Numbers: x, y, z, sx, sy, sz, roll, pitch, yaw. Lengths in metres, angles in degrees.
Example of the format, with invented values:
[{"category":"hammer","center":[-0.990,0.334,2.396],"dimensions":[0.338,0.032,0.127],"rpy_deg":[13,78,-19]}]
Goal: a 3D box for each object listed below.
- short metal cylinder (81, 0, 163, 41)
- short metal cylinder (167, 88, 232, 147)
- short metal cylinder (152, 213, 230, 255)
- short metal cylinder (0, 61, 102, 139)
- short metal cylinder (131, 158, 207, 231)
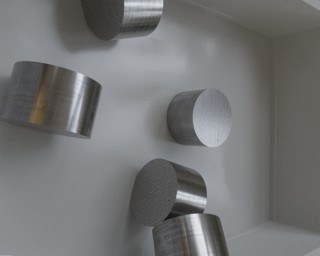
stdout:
[{"category":"short metal cylinder","center":[-0.042,-0.138,0.335],"dimensions":[0.050,0.080,0.080],"rpy_deg":[-20,103,-38]},{"category":"short metal cylinder","center":[0.056,-0.014,0.437],"dimensions":[0.081,0.050,0.080],"rpy_deg":[0,90,-40]},{"category":"short metal cylinder","center":[0.034,0.135,0.346],"dimensions":[0.080,0.080,0.050],"rpy_deg":[23,43,-38]},{"category":"short metal cylinder","center":[-0.099,-0.023,0.288],"dimensions":[0.080,0.080,0.050],"rpy_deg":[18,79,-39]},{"category":"short metal cylinder","center":[0.010,0.082,0.379],"dimensions":[0.050,0.080,0.080],"rpy_deg":[24,75,-38]}]
